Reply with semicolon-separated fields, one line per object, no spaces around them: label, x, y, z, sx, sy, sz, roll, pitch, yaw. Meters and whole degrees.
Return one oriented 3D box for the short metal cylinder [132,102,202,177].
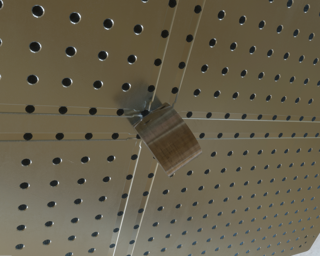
short metal cylinder;0.008;0.015;0.390;0.050;0.080;0.080;-35;129;-6
